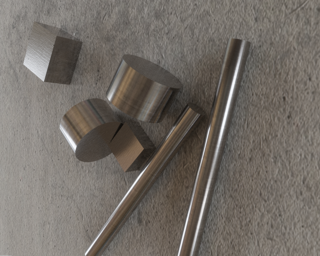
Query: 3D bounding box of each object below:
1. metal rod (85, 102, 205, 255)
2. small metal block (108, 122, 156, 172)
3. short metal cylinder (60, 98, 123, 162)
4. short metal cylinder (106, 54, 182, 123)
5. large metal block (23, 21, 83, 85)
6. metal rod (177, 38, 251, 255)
[{"bbox_3d":[-0.032,0.089,0.431,0.025,0.025,0.298,49,119,29],"label":"metal rod"},{"bbox_3d":[-0.040,0.026,0.438,0.050,0.025,0.050,-51,60,28],"label":"small metal block"},{"bbox_3d":[-0.096,0.004,0.448,0.050,0.081,0.080,50,119,28],"label":"short metal cylinder"},{"bbox_3d":[-0.020,-0.050,0.385,0.080,0.081,0.050,44,116,31],"label":"short metal cylinder"},{"bbox_3d":[-0.190,-0.131,0.545,0.080,0.050,0.079,36,112,34],"label":"large metal block"},{"bbox_3d":[0.055,0.050,0.359,0.025,0.025,0.298,20,102,38],"label":"metal rod"}]
